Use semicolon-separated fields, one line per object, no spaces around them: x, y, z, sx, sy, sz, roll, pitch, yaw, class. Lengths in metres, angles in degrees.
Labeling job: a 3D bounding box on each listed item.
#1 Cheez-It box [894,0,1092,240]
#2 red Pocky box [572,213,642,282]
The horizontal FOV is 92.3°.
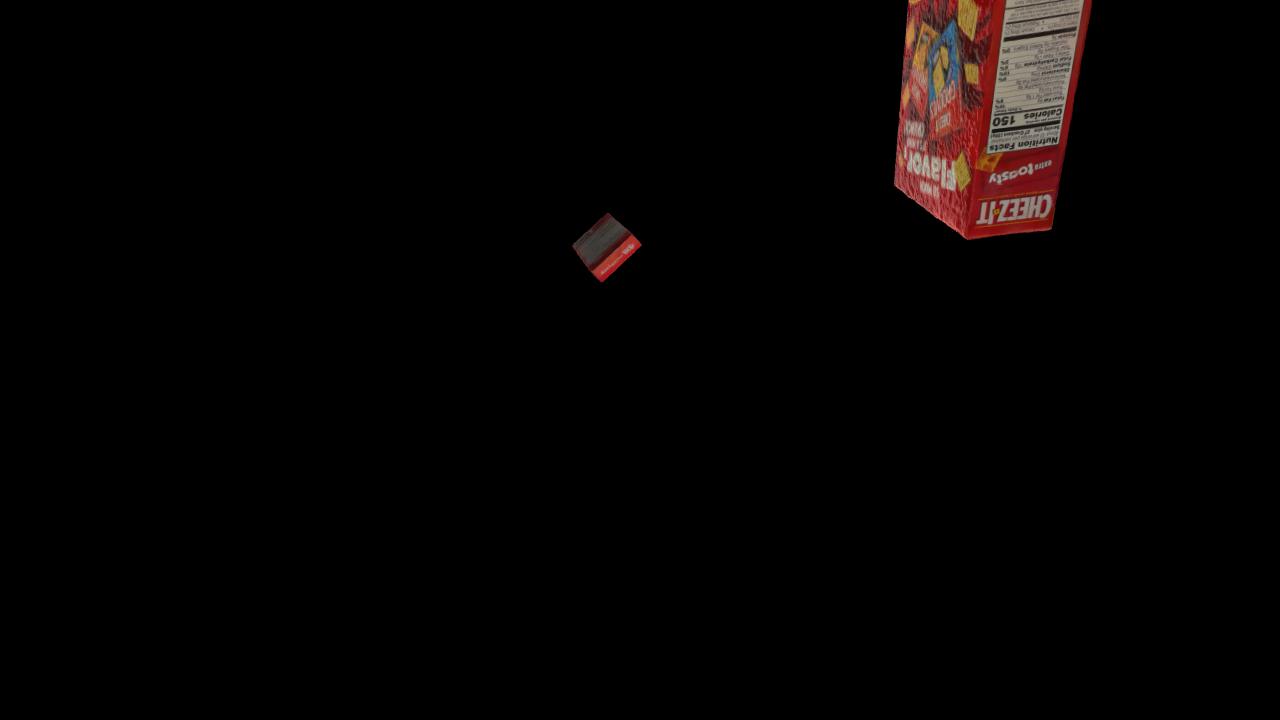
0.261;-0.225;0.475;0.071;0.223;0.166;-5;29;6;Cheez-It box
-0.054;-0.176;0.947;0.028;0.083;0.155;47;5;-29;red Pocky box
